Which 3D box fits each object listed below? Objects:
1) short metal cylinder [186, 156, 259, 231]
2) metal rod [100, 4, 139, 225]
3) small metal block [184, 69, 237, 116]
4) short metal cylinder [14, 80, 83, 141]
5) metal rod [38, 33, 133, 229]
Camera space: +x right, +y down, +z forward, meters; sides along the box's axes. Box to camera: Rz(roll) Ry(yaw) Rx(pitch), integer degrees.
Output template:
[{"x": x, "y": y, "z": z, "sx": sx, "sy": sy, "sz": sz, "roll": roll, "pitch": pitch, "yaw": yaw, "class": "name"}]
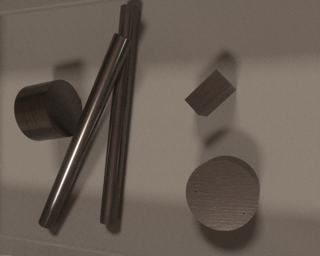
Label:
[{"x": 0.076, "y": 0.075, "z": 0.370, "sx": 0.080, "sy": 0.050, "sz": 0.079, "roll": 0, "pitch": 90, "yaw": 19, "class": "short metal cylinder"}, {"x": -0.056, "y": -0.017, "z": 0.429, "sx": 0.025, "sy": 0.025, "sz": 0.298, "roll": 7, "pitch": 92, "yaw": 19, "class": "metal rod"}, {"x": 0.062, "y": -0.041, "z": 0.375, "sx": 0.050, "sy": 0.050, "sz": 0.025, "roll": -44, "pitch": 77, "yaw": 14, "class": "small metal block"}, {"x": -0.153, "y": -0.024, "z": 0.434, "sx": 0.050, "sy": 0.080, "sz": 0.080, "roll": -8, "pitch": 88, "yaw": 20, "class": "short metal cylinder"}, {"x": -0.109, "y": 0.014, "z": 0.431, "sx": 0.025, "sy": 0.025, "sz": 0.298, "roll": 30, "pitch": 105, "yaw": 17, "class": "metal rod"}]
